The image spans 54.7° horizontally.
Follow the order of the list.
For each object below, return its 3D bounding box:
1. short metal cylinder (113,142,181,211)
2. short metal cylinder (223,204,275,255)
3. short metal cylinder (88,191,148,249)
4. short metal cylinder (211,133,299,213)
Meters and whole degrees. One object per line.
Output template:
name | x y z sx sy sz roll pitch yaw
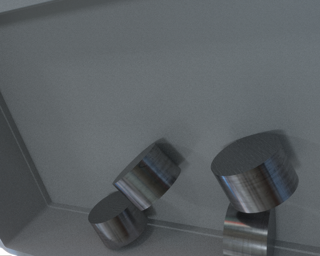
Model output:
short metal cylinder | -0.018 0.065 0.422 0.050 0.080 0.080 46 129 -4
short metal cylinder | 0.116 0.135 0.395 0.050 0.080 0.079 1 119 27
short metal cylinder | -0.066 0.144 0.495 0.080 0.080 0.050 -15 111 34
short metal cylinder | 0.105 0.048 0.347 0.080 0.080 0.050 -21 108 35
